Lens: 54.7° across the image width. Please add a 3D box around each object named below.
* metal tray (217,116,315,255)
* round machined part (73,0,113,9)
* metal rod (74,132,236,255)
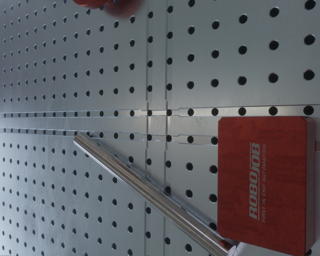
[{"bbox_3d":[0.106,0.053,0.318,0.090,0.030,0.129,1,90,40],"label":"metal tray"},{"bbox_3d":[-0.095,-0.232,0.477,0.098,0.042,0.097,0,90,40],"label":"round machined part"},{"bbox_3d":[-0.028,0.080,0.432,0.300,0.025,0.025,30,109,35],"label":"metal rod"}]
